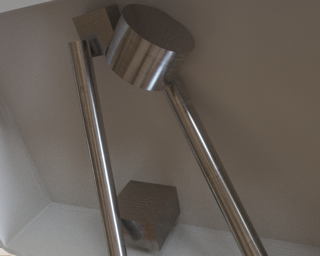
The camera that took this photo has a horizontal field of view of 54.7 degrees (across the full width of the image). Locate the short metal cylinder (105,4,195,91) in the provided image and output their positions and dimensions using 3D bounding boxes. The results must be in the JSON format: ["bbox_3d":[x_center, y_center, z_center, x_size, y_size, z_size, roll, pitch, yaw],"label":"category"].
[{"bbox_3d":[-0.011,-0.085,0.325,0.080,0.080,0.050,36,129,3],"label":"short metal cylinder"}]

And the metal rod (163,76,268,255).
[{"bbox_3d":[0.074,0.075,0.347,0.025,0.025,0.299,-32,80,37],"label":"metal rod"}]

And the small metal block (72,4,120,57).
[{"bbox_3d":[-0.070,-0.116,0.372,0.050,0.025,0.050,-4,116,30],"label":"small metal block"}]

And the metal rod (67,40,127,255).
[{"bbox_3d":[-0.076,0.043,0.397,0.025,0.025,0.298,-1,105,28],"label":"metal rod"}]

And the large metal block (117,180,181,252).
[{"bbox_3d":[-0.024,0.127,0.463,0.080,0.080,0.050,3,120,26],"label":"large metal block"}]
